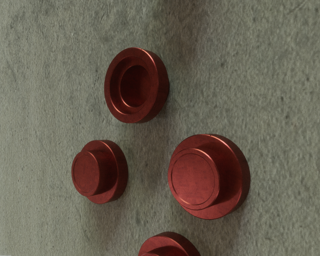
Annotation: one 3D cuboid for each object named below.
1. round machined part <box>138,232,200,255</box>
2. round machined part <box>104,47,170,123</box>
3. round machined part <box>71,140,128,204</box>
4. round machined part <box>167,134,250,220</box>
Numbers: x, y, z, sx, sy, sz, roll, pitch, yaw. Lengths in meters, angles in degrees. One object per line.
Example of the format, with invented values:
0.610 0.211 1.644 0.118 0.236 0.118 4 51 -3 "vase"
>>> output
0.006 0.185 0.387 0.098 0.042 0.097 0 90 39 "round machined part"
-0.026 -0.055 0.414 0.098 0.042 0.097 0 90 39 "round machined part"
-0.098 0.067 0.472 0.098 0.042 0.097 0 90 39 "round machined part"
0.048 0.055 0.353 0.098 0.042 0.097 0 90 39 "round machined part"
